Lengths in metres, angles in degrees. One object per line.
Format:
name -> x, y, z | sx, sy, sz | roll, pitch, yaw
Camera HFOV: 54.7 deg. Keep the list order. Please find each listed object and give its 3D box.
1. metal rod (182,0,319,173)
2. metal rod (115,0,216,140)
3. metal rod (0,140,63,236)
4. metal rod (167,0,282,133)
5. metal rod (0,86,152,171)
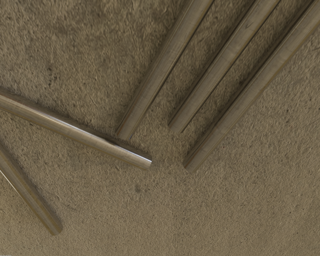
metal rod -> 0.109, -0.047, 0.368 | 0.025, 0.025, 0.298 | 20, 127, -17
metal rod -> 0.020, -0.095, 0.326 | 0.025, 0.025, 0.298 | 21, 127, -17
metal rod -> -0.218, 0.073, 0.466 | 0.025, 0.025, 0.299 | -9, 130, 7
metal rod -> 0.089, -0.103, 0.319 | 0.025, 0.025, 0.298 | 21, 127, -17
metal rod -> -0.144, -0.012, 0.395 | 0.301, 0.025, 0.025 | 27, 125, -21
